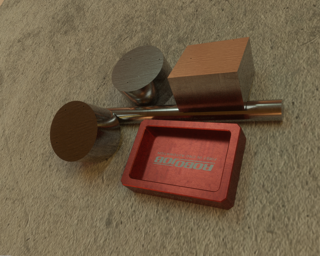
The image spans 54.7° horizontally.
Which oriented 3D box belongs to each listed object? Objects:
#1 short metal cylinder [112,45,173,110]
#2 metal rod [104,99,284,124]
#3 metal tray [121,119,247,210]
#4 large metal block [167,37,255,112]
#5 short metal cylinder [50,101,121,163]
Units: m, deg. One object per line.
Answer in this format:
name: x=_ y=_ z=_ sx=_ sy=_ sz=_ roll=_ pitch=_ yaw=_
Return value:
short metal cylinder: x=-0.021 y=-0.071 z=0.444 sx=0.080 sy=0.050 sz=0.080 roll=-13 pitch=56 yaw=20
metal rod: x=0.004 y=-0.019 z=0.416 sx=0.300 sy=0.025 sz=0.025 roll=-1 pitch=62 yaw=27
metal tray: x=0.027 y=0.038 z=0.364 sx=0.130 sy=0.030 sz=0.090 roll=4 pitch=63 yaw=29
large metal block: x=0.066 y=-0.065 z=0.379 sx=0.080 sy=0.050 sz=0.080 roll=-1 pitch=40 yaw=28
short metal cylinder: x=-0.101 y=0.007 z=0.423 sx=0.080 sy=0.050 sz=0.080 roll=-4 pitch=80 yaw=27
